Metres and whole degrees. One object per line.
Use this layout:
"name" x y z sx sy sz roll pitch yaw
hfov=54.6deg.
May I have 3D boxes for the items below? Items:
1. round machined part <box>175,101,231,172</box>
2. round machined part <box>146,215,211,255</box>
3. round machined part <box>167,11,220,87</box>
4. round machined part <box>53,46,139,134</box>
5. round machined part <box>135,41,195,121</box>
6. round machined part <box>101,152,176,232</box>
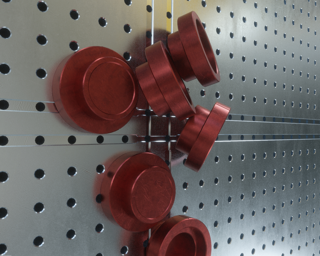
"round machined part" 0.054 0.007 0.420 0.042 0.098 0.098 27 67 9
"round machined part" 0.021 0.165 0.415 0.099 0.042 0.097 0 90 -40
"round machined part" 0.043 -0.100 0.414 0.098 0.042 0.098 52 27 -41
"round machined part" -0.063 -0.042 0.344 0.099 0.042 0.097 0 90 -40
"round machined part" 0.004 -0.052 0.378 0.098 0.042 0.098 61 12 -21
"round machined part" -0.019 0.079 0.381 0.099 0.042 0.097 0 90 -40
